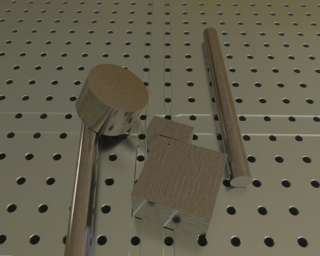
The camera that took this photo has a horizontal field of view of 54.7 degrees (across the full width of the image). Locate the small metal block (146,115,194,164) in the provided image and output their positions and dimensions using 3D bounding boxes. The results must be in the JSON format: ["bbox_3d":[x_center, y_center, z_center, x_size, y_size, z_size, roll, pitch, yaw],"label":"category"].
[{"bbox_3d":[0.012,0.017,0.378,0.050,0.050,0.025,17,52,13],"label":"small metal block"}]

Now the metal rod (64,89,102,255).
[{"bbox_3d":[-0.087,0.041,0.371,0.025,0.025,0.300,-2,50,-3],"label":"metal rod"}]

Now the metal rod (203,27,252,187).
[{"bbox_3d":[0.091,-0.053,0.452,0.025,0.025,0.300,0,50,-1],"label":"metal rod"}]

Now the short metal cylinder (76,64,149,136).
[{"bbox_3d":[-0.062,-0.037,0.401,0.081,0.050,0.080,19,45,-20],"label":"short metal cylinder"}]

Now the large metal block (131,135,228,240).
[{"bbox_3d":[0.023,0.063,0.339,0.080,0.050,0.080,15,52,12],"label":"large metal block"}]
